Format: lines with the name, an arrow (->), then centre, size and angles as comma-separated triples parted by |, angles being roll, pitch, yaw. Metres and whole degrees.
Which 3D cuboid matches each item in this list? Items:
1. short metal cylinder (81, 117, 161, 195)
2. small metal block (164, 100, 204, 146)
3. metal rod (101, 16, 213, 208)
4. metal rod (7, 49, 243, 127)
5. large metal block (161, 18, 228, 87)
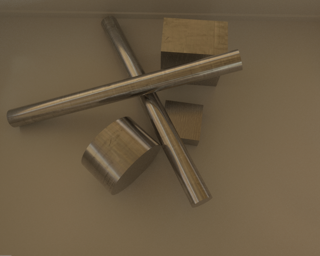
short metal cylinder -> -0.045, 0.033, 0.368 | 0.050, 0.080, 0.080 | 42, 75, 13
small metal block -> 0.029, -0.006, 0.412 | 0.050, 0.025, 0.050 | 8, 70, 2
metal rod -> -0.015, -0.039, 0.402 | 0.025, 0.025, 0.299 | -23, 64, -8
metal rod -> -0.051, -0.046, 0.386 | 0.301, 0.025, 0.025 | -13, 70, 10
large metal block -> 0.043, -0.099, 0.417 | 0.081, 0.080, 0.050 | 4, 70, 1
